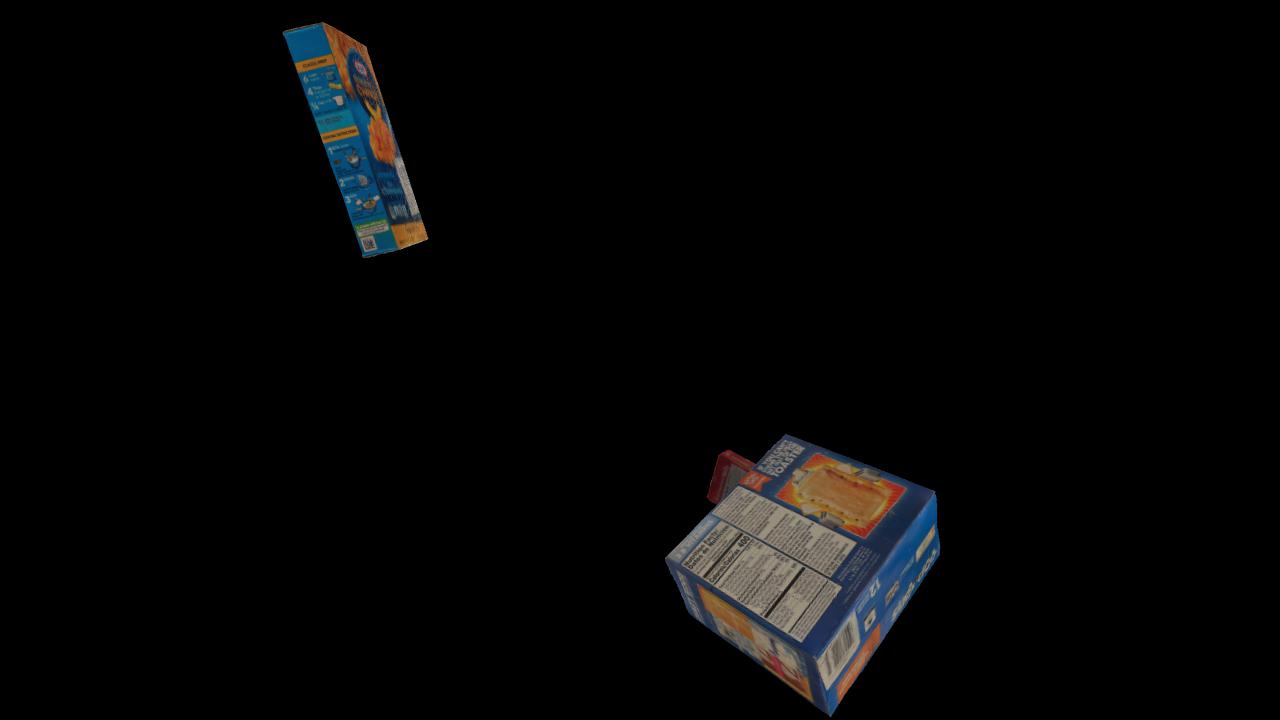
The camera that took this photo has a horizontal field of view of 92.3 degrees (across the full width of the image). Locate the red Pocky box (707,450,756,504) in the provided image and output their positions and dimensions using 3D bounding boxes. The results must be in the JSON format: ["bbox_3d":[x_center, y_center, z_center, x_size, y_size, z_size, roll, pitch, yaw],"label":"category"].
[{"bbox_3d":[0.171,0.196,0.862,0.155,0.083,0.028,27,29,31],"label":"red Pocky box"}]

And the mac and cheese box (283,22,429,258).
[{"bbox_3d":[-0.248,-0.190,0.553,0.041,0.184,0.093,-13,17,2],"label":"mac and cheese box"}]

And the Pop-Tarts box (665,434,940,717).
[{"bbox_3d":[0.133,0.159,0.495,0.167,0.083,0.141,-38,37,-29],"label":"Pop-Tarts box"}]
